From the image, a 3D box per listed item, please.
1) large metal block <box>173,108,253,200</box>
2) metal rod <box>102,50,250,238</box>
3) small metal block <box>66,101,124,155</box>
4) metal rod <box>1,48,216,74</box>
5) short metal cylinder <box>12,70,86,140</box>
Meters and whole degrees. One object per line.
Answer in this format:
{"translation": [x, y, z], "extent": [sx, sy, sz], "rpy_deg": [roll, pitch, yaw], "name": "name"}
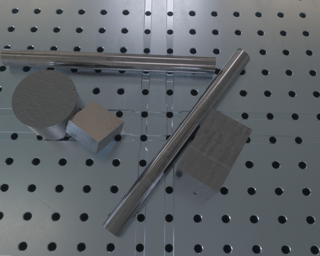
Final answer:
{"translation": [0.060, 0.035, 0.370], "extent": [0.050, 0.080, 0.080], "rpy_deg": [30, 73, 10], "name": "large metal block"}
{"translation": [0.031, 0.009, 0.408], "extent": [0.025, 0.025, 0.300], "rpy_deg": [35, 73, 11], "name": "metal rod"}
{"translation": [-0.083, -0.001, 0.400], "extent": [0.050, 0.025, 0.050], "rpy_deg": [35, 45, 11], "name": "small metal block"}
{"translation": [-0.073, -0.096, 0.446], "extent": [0.302, 0.025, 0.025], "rpy_deg": [2, 70, 0], "name": "metal rod"}
{"translation": [-0.143, -0.029, 0.408], "extent": [0.081, 0.050, 0.080], "rpy_deg": [0, 70, 0], "name": "short metal cylinder"}
